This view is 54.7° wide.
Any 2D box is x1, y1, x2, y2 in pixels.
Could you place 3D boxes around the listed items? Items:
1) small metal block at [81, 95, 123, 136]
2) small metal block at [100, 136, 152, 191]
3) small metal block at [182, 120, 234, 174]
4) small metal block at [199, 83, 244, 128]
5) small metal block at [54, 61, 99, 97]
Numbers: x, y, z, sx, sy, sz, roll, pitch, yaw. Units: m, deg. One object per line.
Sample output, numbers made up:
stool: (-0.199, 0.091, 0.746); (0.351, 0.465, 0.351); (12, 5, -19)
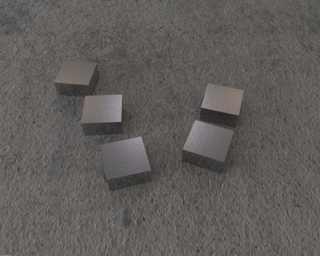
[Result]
small metal block: (-0.076, -0.018, 0.418); (0.050, 0.025, 0.050); (-2, 50, -2)
small metal block: (-0.041, 0.042, 0.368); (0.050, 0.025, 0.050); (-12, 51, -10)
small metal block: (0.059, 0.022, 0.385); (0.050, 0.025, 0.050); (17, 52, 13)
small metal block: (0.086, -0.032, 0.430); (0.050, 0.025, 0.050); (13, 51, 10)
small metal block: (-0.123, -0.074, 0.464); (0.050, 0.025, 0.050); (5, 50, 4)
